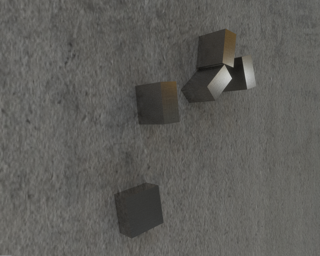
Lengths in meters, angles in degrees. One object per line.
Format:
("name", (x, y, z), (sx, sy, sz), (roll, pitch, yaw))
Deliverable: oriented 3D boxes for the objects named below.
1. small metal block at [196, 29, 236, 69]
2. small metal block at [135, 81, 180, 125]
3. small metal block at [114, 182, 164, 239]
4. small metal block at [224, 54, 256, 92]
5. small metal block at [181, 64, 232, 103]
("small metal block", (0.083, -0.114, 0.460), (0.025, 0.050, 0.050), (10, 84, -40))
("small metal block", (-0.004, -0.031, 0.387), (0.025, 0.050, 0.050), (-9, 96, -40))
("small metal block", (-0.026, 0.101, 0.385), (0.050, 0.025, 0.050), (-13, 99, -40))
("small metal block", (0.120, -0.086, 0.492), (0.025, 0.050, 0.050), (-22, 104, -38))
("small metal block", (0.067, -0.063, 0.447), (0.050, 0.050, 0.025), (-51, 121, -28))
